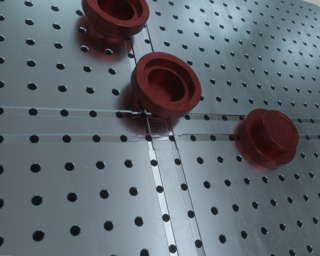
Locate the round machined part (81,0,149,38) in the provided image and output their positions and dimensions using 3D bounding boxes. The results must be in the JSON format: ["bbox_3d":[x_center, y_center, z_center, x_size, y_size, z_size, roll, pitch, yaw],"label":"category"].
[{"bbox_3d":[-0.069,-0.175,0.466,0.099,0.042,0.098,13,56,-21],"label":"round machined part"}]

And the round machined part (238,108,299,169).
[{"bbox_3d":[0.176,0.011,0.484,0.099,0.042,0.098,13,56,-21],"label":"round machined part"}]

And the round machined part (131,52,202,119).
[{"bbox_3d":[0.005,-0.055,0.433,0.099,0.042,0.098,13,56,-21],"label":"round machined part"}]
